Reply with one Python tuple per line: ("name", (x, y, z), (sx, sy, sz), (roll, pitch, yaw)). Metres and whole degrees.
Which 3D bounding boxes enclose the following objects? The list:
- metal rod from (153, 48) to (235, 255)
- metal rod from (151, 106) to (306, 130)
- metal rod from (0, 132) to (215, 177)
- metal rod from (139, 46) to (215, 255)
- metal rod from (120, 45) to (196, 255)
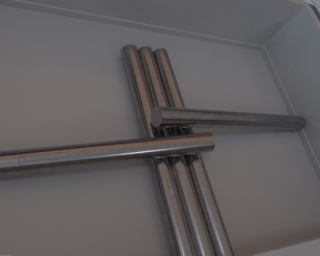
("metal rod", (0.036, 0.018, 0.414), (0.025, 0.025, 0.299), (-1, 62, -29))
("metal rod", (0.120, -0.011, 0.455), (0.302, 0.025, 0.025), (1, 61, -35))
("metal rod", (-0.076, 0.028, 0.326), (0.303, 0.025, 0.025), (-4, 64, -24))
("metal rod", (0.014, 0.018, 0.402), (0.025, 0.025, 0.299), (-1, 62, -29))
("metal rod", (-0.008, 0.019, 0.390), (0.025, 0.025, 0.299), (-1, 62, -29))
